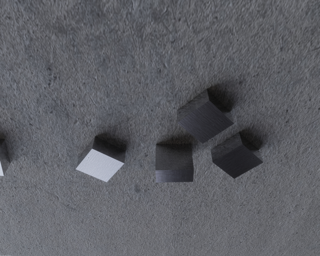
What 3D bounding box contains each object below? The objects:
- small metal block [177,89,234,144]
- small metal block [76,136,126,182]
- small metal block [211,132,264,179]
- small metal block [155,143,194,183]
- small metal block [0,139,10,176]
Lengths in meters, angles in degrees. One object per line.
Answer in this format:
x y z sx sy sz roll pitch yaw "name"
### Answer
0.057 -0.014 0.396 0.050 0.025 0.050 -36 122 26 "small metal block"
-0.085 0.046 0.445 0.050 0.025 0.050 29 124 -22 "small metal block"
0.109 0.040 0.442 0.050 0.025 0.050 -37 121 27 "small metal block"
0.020 0.048 0.432 0.050 0.050 0.025 -1 130 1 "small metal block"
-0.247 0.040 0.439 0.050 0.025 0.050 7 130 -6 "small metal block"
